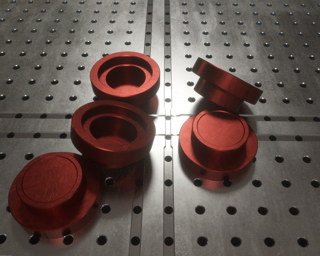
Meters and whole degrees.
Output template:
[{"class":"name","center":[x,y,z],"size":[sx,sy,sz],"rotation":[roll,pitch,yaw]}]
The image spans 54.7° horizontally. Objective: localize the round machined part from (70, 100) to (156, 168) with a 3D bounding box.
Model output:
[{"class":"round machined part","center":[-0.057,0.011,0.375],"size":[0.099,0.042,0.098],"rotation":[11,36,-8]}]

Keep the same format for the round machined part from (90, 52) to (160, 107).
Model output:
[{"class":"round machined part","center":[-0.049,-0.065,0.451],"size":[0.099,0.042,0.098],"rotation":[0,50,0]}]

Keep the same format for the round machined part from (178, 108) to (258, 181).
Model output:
[{"class":"round machined part","center":[0.073,0.013,0.387],"size":[0.099,0.042,0.098],"rotation":[0,50,0]}]

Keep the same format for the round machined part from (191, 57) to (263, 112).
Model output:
[{"class":"round machined part","center":[0.085,-0.055,0.422],"size":[0.098,0.042,0.098],"rotation":[26,15,-7]}]

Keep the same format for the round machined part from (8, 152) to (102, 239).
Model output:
[{"class":"round machined part","center":[-0.115,0.066,0.340],"size":[0.099,0.042,0.098],"rotation":[1,50,0]}]
